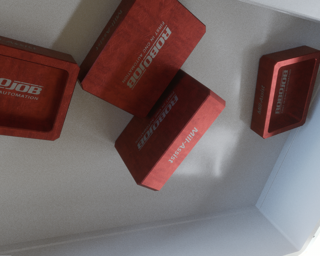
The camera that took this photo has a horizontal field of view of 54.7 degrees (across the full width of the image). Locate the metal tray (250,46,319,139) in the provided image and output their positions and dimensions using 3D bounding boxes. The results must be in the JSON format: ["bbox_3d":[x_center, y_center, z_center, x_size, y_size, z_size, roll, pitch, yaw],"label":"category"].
[{"bbox_3d":[0.192,-0.054,0.479,0.091,0.030,0.129,-17,125,-19],"label":"metal tray"}]

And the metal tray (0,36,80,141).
[{"bbox_3d":[-0.154,-0.040,0.296,0.131,0.030,0.089,10,114,-33],"label":"metal tray"}]

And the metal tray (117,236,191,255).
[{"bbox_3d":[-0.015,0.250,0.556,0.131,0.030,0.089,-3,120,-28],"label":"metal tray"}]

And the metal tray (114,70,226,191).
[{"bbox_3d":[0.006,-0.003,0.369,0.030,0.090,0.130,30,102,-38],"label":"metal tray"}]

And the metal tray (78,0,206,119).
[{"bbox_3d":[-0.020,-0.084,0.344,0.090,0.030,0.130,28,103,-38],"label":"metal tray"}]
